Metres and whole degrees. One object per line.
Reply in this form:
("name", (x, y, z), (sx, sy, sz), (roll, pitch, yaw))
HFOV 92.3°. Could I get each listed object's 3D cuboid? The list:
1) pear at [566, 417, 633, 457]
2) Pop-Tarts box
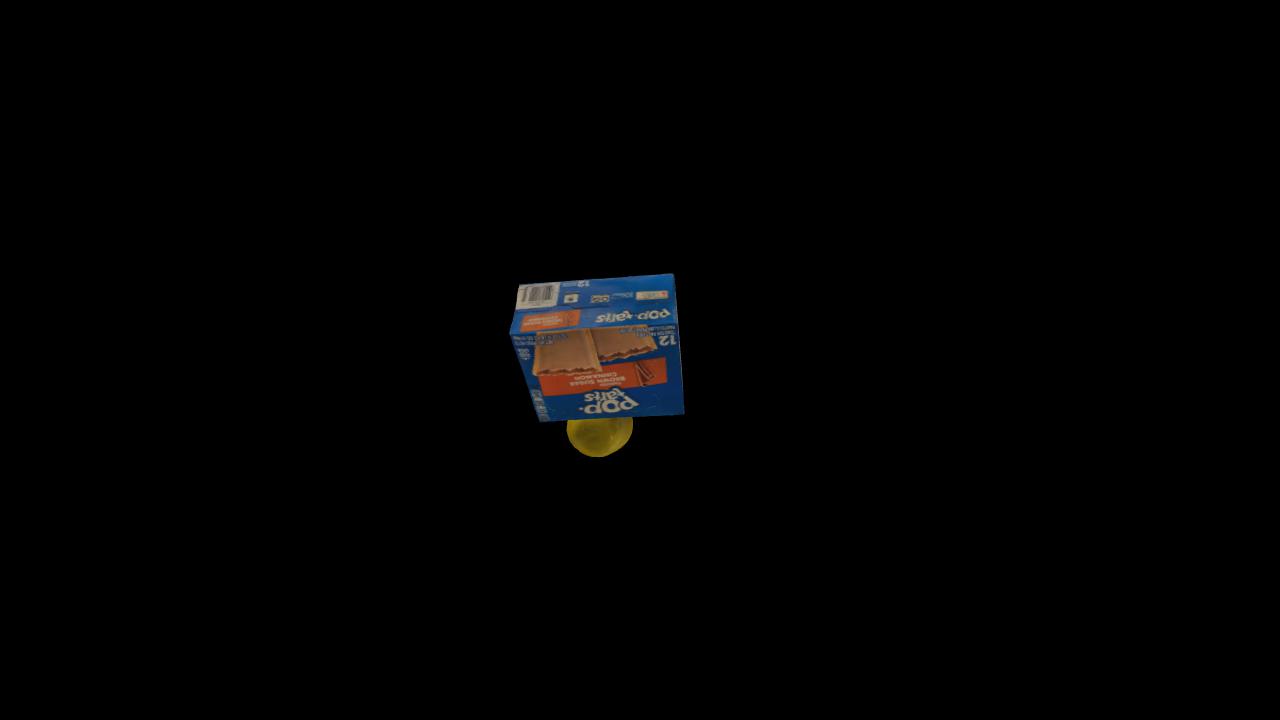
("pear", (-0.043, 0.067, 0.753), (0.080, 0.080, 0.111), (0, 31, 14))
("Pop-Tarts box", (-0.039, -0.010, 0.665), (0.167, 0.083, 0.141), (-3, -44, 5))
